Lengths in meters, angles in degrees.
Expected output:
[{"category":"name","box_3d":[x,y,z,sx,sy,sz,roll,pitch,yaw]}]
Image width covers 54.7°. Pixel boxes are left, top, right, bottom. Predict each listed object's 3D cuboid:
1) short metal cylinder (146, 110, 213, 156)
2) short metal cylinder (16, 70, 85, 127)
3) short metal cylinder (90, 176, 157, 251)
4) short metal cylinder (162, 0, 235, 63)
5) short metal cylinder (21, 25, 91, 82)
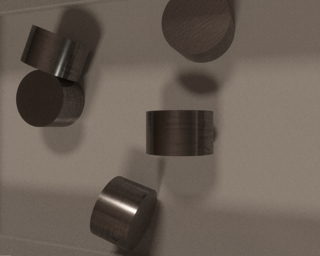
[{"category":"short metal cylinder","box_3d":[0.024,0.005,0.372,0.080,0.080,0.050,0,90,19]},{"category":"short metal cylinder","box_3d":[-0.159,-0.041,0.452,0.080,0.050,0.079,0,90,19]},{"category":"short metal cylinder","box_3d":[-0.044,0.108,0.396,0.050,0.080,0.080,19,96,19]},{"category":"short metal cylinder","box_3d":[0.048,-0.125,0.380,0.080,0.050,0.079,0,90,19]},{"category":"short metal cylinder","box_3d":[-0.144,-0.103,0.430,0.080,0.080,0.050,25,98,18]}]
